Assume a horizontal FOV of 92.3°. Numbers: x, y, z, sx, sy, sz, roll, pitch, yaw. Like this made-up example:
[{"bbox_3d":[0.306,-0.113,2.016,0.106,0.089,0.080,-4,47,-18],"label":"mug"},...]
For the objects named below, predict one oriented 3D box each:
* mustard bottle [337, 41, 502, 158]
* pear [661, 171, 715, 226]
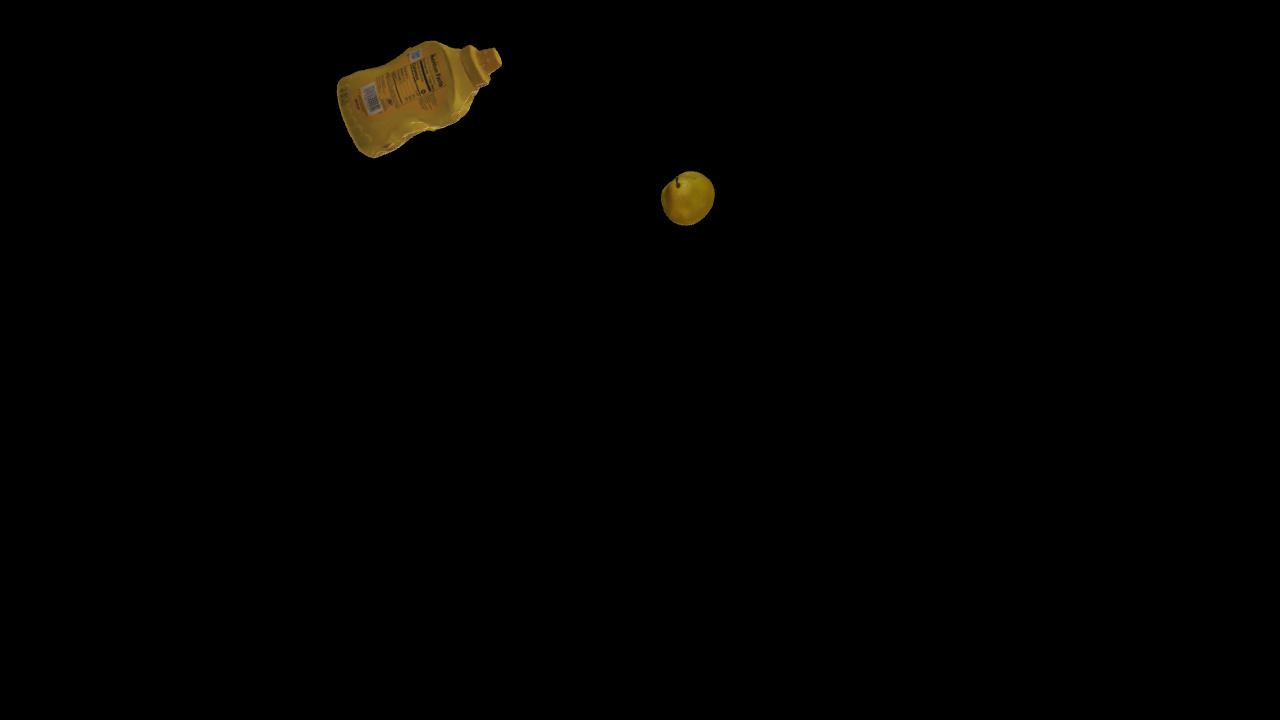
[{"bbox_3d":[-0.235,-0.296,0.673,0.184,0.092,0.054,-19,-9,11],"label":"mustard bottle"},{"bbox_3d":[0.062,-0.235,0.882,0.080,0.080,0.111,0,7,24],"label":"pear"}]
